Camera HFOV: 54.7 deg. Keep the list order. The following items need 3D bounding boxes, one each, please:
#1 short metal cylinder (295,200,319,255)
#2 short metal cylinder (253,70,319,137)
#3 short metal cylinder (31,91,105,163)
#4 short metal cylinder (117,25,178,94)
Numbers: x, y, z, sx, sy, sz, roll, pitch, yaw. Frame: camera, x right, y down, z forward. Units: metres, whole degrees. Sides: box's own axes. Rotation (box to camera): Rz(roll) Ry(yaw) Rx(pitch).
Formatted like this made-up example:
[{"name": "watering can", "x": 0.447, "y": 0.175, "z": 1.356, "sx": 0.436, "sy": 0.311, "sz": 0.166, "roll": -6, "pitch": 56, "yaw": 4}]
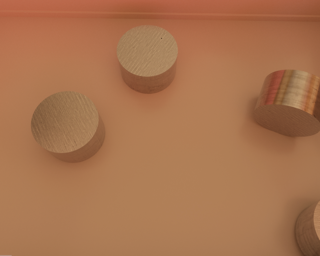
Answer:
[{"name": "short metal cylinder", "x": 0.203, "y": 0.118, "z": 0.348, "sx": 0.081, "sy": 0.050, "sz": 0.080, "roll": 1, "pitch": 59, "yaw": -1}, {"name": "short metal cylinder", "x": 0.166, "y": -0.030, "z": 0.393, "sx": 0.080, "sy": 0.080, "sz": 0.050, "roll": 21, "pitch": 72, "yaw": 7}, {"name": "short metal cylinder", "x": -0.114, "y": 0.000, "z": 0.395, "sx": 0.081, "sy": 0.050, "sz": 0.080, "roll": 0, "pitch": 70, "yaw": 0}, {"name": "short metal cylinder", "x": -0.017, "y": -0.094, "z": 0.431, "sx": 0.081, "sy": 0.050, "sz": 0.080, "roll": 0, "pitch": 70, "yaw": 0}]
